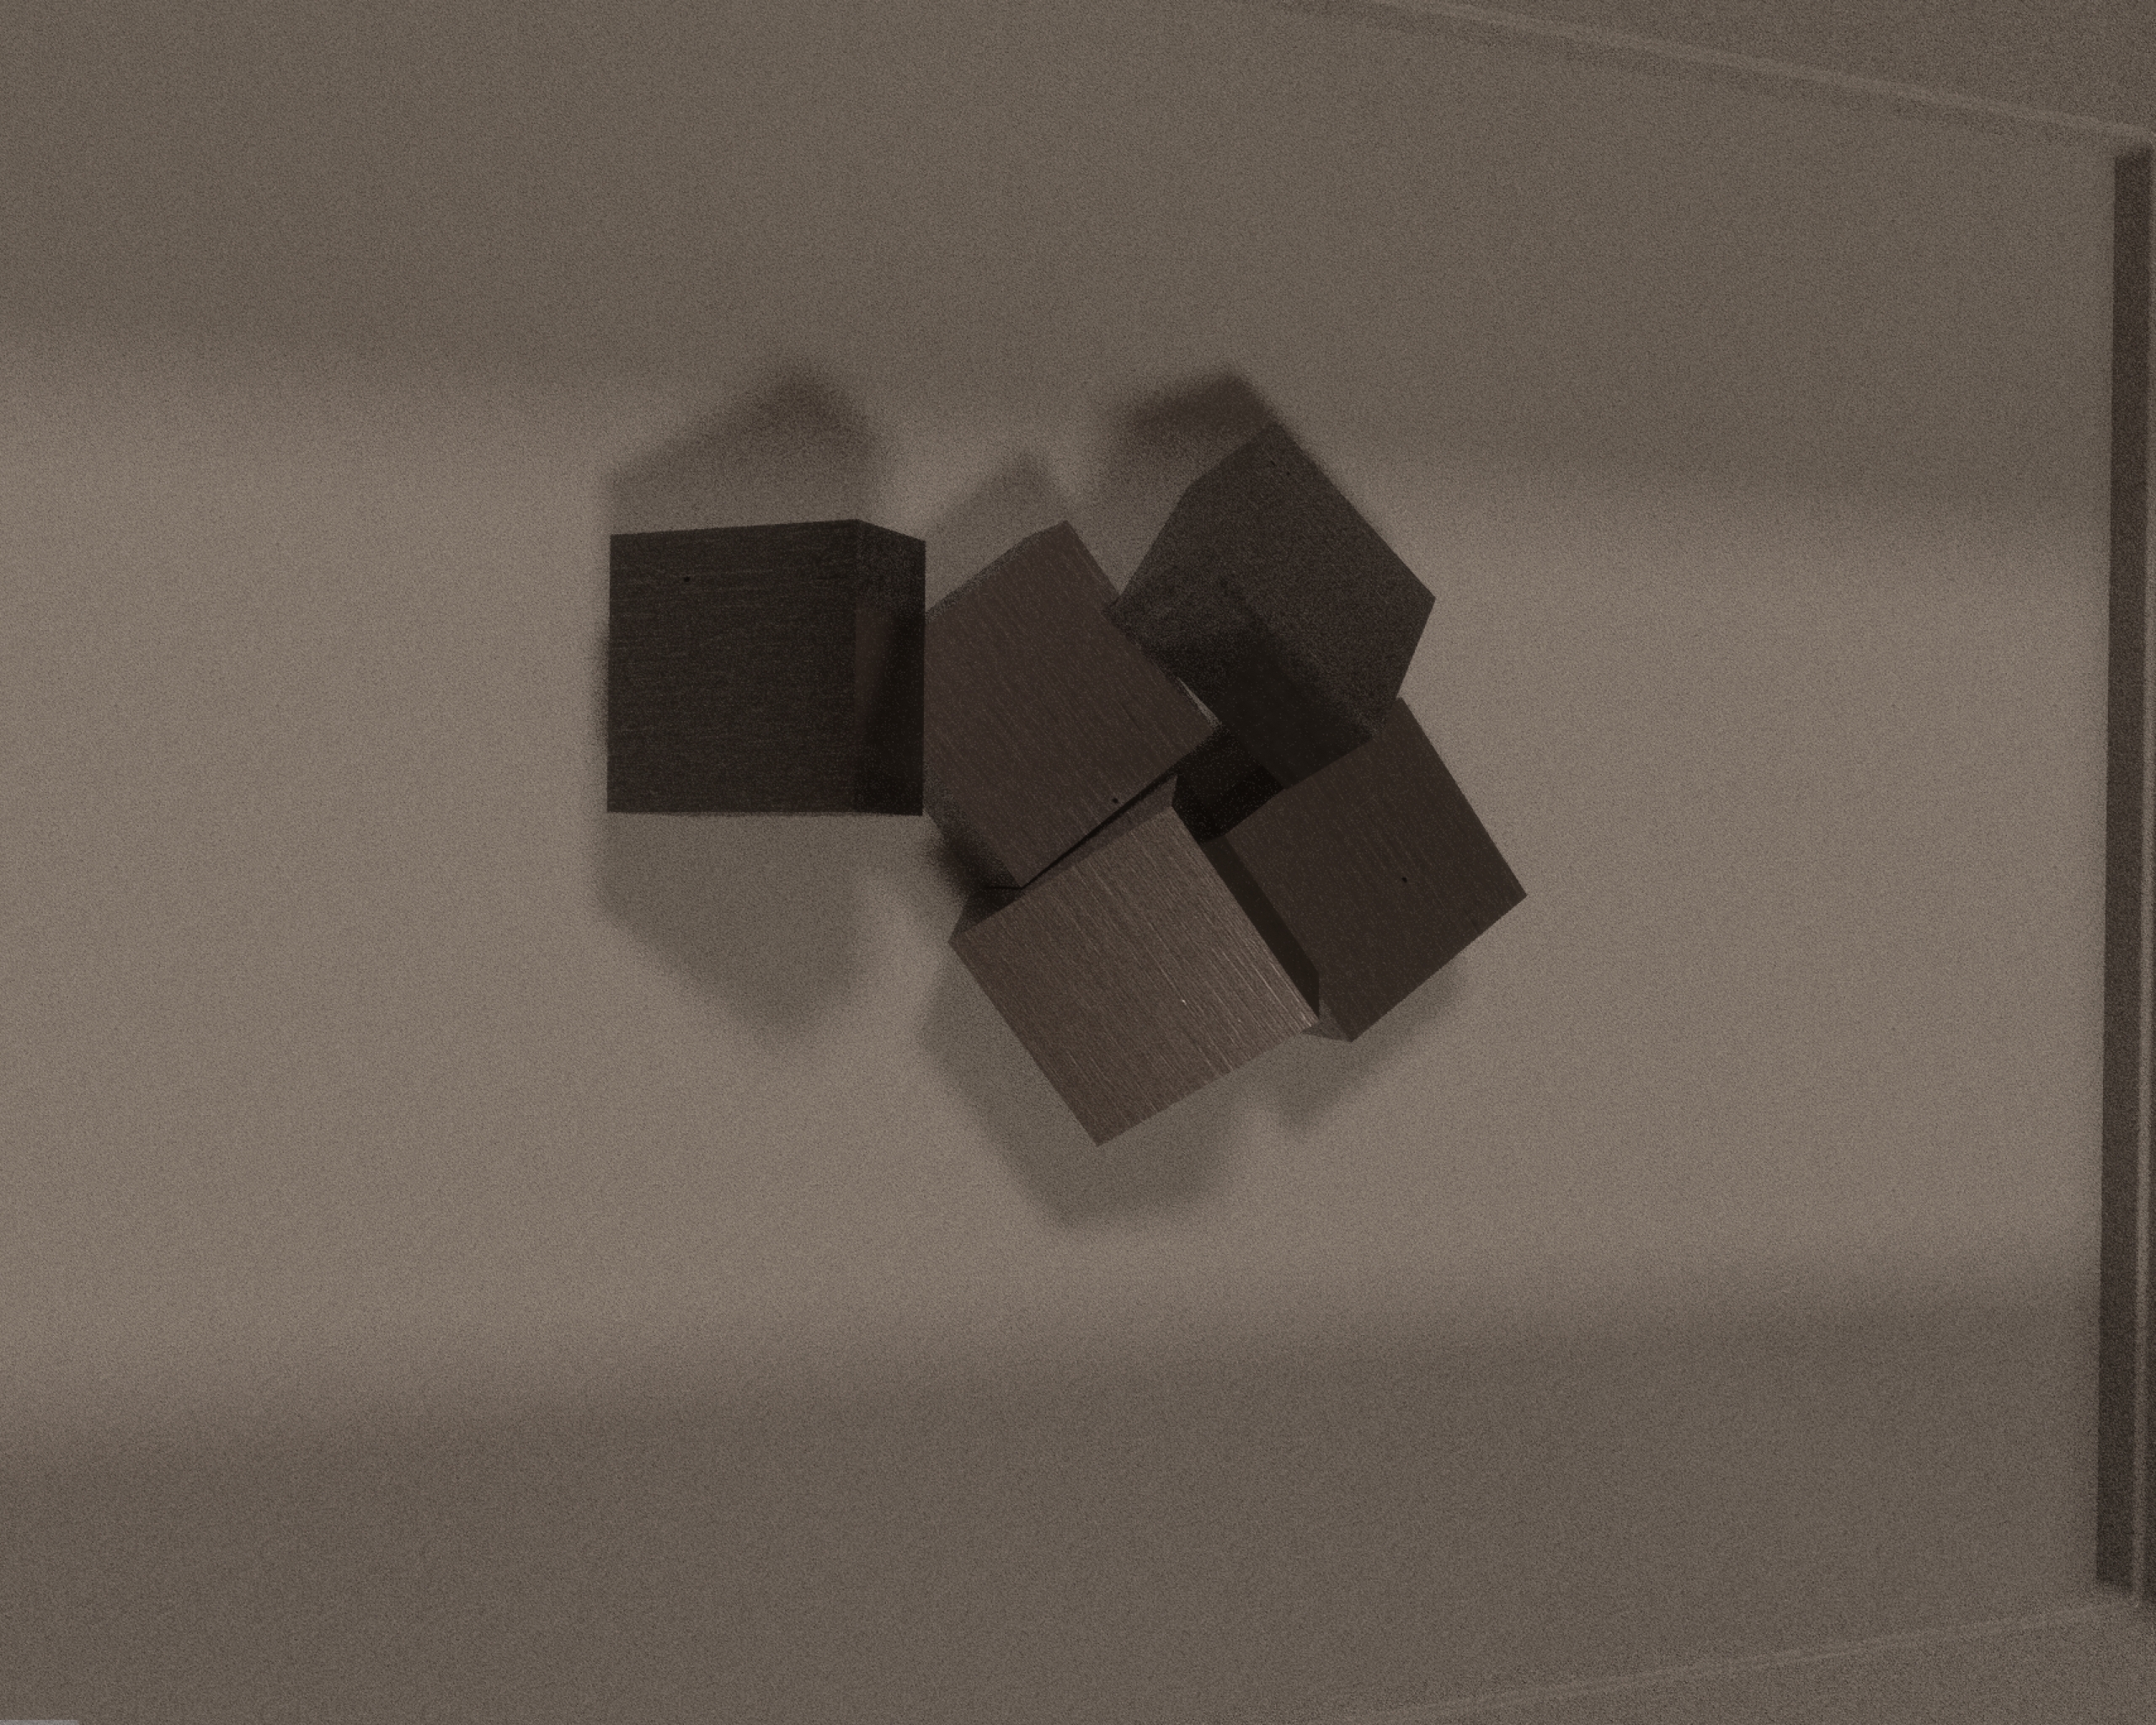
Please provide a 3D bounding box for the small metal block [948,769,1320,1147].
[{"bbox_3d":[0.012,0.018,0.402,0.050,0.025,0.050,-32,102,14],"label":"small metal block"}]

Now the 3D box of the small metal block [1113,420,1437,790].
[{"bbox_3d":[0.040,-0.051,0.412,0.050,0.025,0.050,45,41,-15],"label":"small metal block"}]

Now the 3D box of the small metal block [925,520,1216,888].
[{"bbox_3d":[-0.011,-0.030,0.406,0.050,0.025,0.050,-39,103,-16],"label":"small metal block"}]

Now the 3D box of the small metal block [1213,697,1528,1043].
[{"bbox_3d":[0.056,0.001,0.431,0.050,0.025,0.050,-38,102,-16],"label":"small metal block"}]

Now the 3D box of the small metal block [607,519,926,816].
[{"bbox_3d":[-0.056,-0.033,0.374,0.050,0.025,0.050,0,89,23],"label":"small metal block"}]
